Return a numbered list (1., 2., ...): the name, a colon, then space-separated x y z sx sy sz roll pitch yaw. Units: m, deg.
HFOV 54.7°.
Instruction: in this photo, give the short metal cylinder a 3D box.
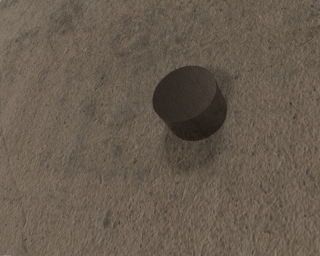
1. short metal cylinder: 0.038 -0.030 0.386 0.080 0.050 0.080 -13 56 20
